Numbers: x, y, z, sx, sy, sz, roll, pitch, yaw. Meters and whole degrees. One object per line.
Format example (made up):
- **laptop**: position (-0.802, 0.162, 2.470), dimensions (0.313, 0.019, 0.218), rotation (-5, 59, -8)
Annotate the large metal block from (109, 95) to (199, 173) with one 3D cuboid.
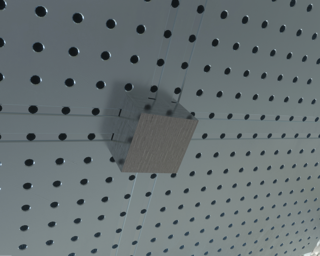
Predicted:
- **large metal block**: position (-0.010, 0.010, 0.395), dimensions (0.081, 0.050, 0.080), rotation (6, 115, -31)
